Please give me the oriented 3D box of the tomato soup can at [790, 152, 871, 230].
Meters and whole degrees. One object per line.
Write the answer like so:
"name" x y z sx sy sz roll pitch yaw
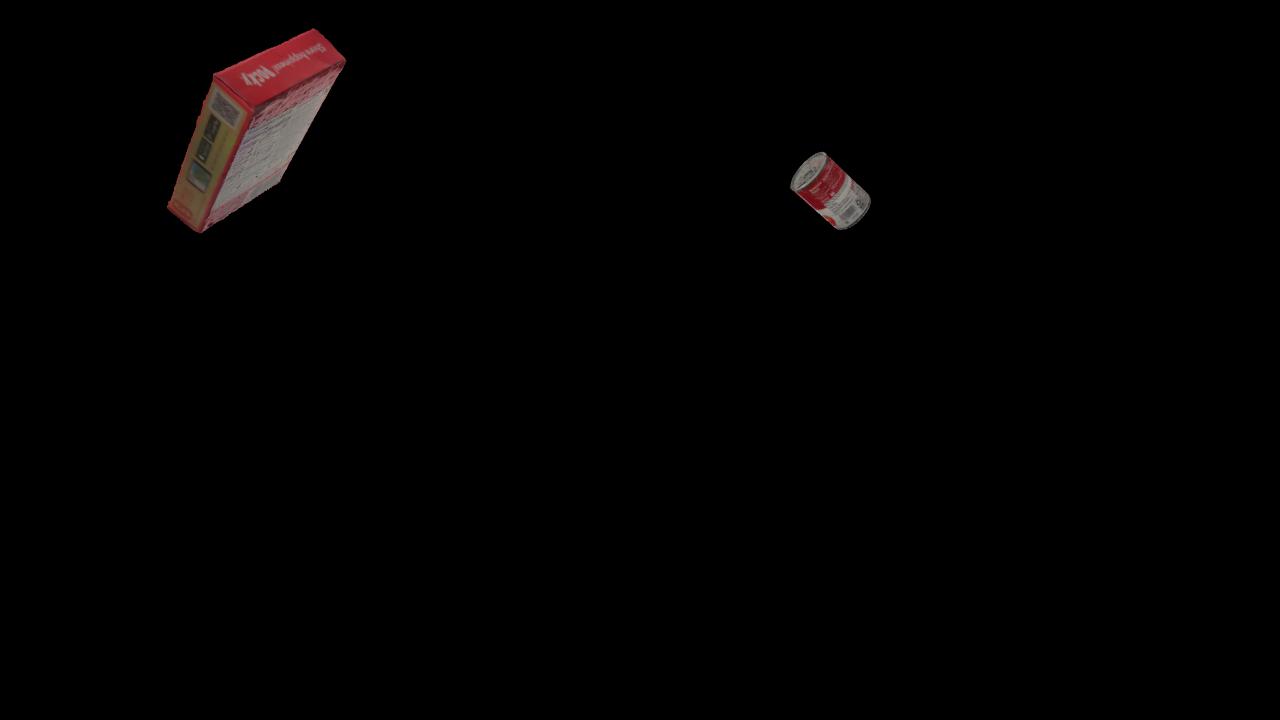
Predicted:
"tomato soup can" 0.281 -0.247 0.905 0.101 0.068 0.068 33 -13 -22

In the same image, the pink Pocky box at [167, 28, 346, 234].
"pink Pocky box" -0.262 -0.151 0.416 0.155 0.084 0.029 -25 -62 42
